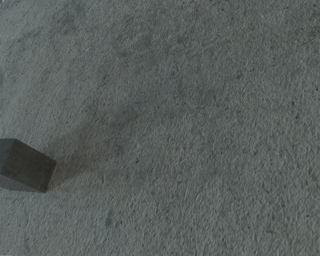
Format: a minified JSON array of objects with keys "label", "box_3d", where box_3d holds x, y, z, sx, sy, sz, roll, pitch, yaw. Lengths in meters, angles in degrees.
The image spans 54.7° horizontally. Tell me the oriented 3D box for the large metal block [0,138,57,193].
[{"label":"large metal block","box_3d":[-0.215,0.056,0.448,0.080,0.080,0.050,-2,61,27]}]
